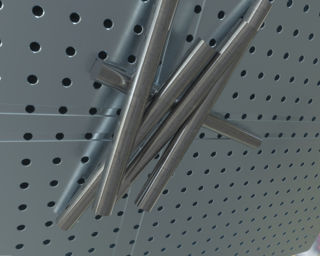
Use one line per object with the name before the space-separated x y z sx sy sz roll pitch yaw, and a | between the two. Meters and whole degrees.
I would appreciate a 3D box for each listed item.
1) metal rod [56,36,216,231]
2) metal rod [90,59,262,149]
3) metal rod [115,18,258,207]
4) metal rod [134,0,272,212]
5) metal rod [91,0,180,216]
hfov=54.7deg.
metal rod | -0.040 0.019 0.379 0.025 0.025 0.299 26 111 -38
metal rod | 0.045 -0.021 0.424 0.302 0.025 0.025 21 107 -36
metal rod | 0.010 -0.002 0.387 0.025 0.025 0.299 23 115 -37
metal rod | 0.053 -0.027 0.394 0.025 0.025 0.299 29 93 -38
metal rod | -0.023 -0.042 0.340 0.025 0.025 0.298 11 102 -34
